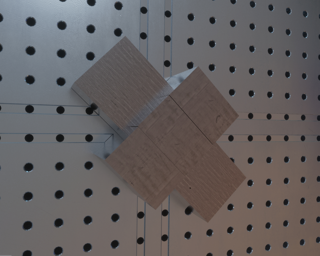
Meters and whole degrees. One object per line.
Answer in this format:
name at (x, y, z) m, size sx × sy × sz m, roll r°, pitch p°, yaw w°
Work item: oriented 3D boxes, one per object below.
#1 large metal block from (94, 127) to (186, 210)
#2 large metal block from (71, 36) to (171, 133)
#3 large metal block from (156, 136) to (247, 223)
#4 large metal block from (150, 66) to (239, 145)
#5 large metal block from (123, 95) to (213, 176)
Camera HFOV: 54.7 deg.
large metal block at (-0.028, 0.044, 0.374) m, size 0.050 × 0.080 × 0.080 m, roll -46°, pitch 105°, yaw -14°
large metal block at (-0.048, -0.050, 0.379) m, size 0.080 × 0.050 × 0.080 m, roll -47°, pitch 105°, yaw -13°
large metal block at (0.054, 0.065, 0.421) m, size 0.080 × 0.050 × 0.080 m, roll -45°, pitch 105°, yaw -14°
large metal block at (0.040, -0.026, 0.400) m, size 0.050 × 0.080 × 0.080 m, roll -46°, pitch 105°, yaw -14°
large metal block at (0.005, 0.009, 0.387) m, size 0.050 × 0.080 × 0.080 m, roll -46°, pitch 105°, yaw -14°
